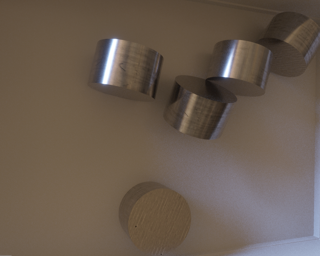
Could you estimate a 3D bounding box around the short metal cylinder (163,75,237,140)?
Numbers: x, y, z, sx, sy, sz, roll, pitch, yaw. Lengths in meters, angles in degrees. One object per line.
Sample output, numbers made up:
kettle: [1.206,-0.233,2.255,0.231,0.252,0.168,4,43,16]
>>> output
short metal cylinder: [0.050,-0.028,0.392,0.081,0.080,0.050,9,117,-20]

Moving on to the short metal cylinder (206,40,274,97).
short metal cylinder: [0.107,-0.079,0.420,0.081,0.080,0.050,17,85,-19]

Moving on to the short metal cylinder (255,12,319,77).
short metal cylinder: [0.184,-0.119,0.449,0.080,0.080,0.050,40,78,-16]

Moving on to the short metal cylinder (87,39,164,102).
short metal cylinder: [-0.040,-0.065,0.366,0.081,0.080,0.050,14,86,-20]

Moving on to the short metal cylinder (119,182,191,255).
short metal cylinder: [-0.008,0.112,0.395,0.081,0.050,0.080,0,90,-20]
